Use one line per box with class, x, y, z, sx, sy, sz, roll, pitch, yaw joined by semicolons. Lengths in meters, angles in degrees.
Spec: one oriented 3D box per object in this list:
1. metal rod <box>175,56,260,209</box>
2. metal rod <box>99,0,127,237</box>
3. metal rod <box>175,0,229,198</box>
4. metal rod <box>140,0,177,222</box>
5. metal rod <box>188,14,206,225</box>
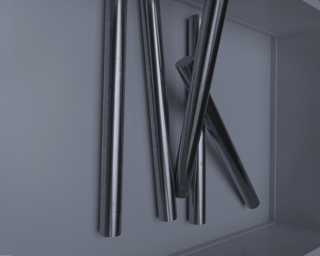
metal rod;0.096;0.025;0.462;0.025;0.025;0.299;-52;128;-27
metal rod;-0.054;-0.027;0.361;0.025;0.025;0.298;2;89;-40
metal rod;0.047;-0.044;0.371;0.025;0.025;0.298;-14;122;-39
metal rod;-0.002;-0.027;0.404;0.025;0.025;0.298;-8;95;-40
metal rod;0.054;-0.012;0.451;0.025;0.025;0.298;0;90;-40
